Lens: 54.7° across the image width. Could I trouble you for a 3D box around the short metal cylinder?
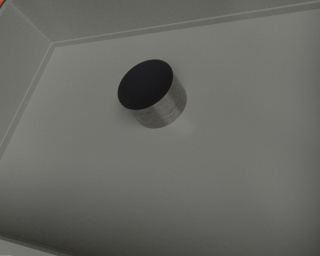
[{"bbox_3d":[-0.010,-0.046,0.422,0.080,0.050,0.080,-13,56,20],"label":"short metal cylinder"}]
